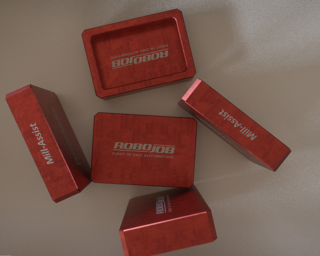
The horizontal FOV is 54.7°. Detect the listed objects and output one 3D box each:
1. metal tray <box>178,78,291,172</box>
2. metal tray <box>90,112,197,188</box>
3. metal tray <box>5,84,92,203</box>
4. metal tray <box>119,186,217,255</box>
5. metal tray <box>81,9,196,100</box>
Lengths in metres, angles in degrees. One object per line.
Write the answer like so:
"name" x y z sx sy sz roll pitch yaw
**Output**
"metal tray" 0.084 -0.004 0.377 0.130 0.090 0.030 38 91 -1
"metal tray" -0.020 0.028 0.406 0.131 0.030 0.089 3 90 -1
"metal tray" -0.127 0.017 0.375 0.030 0.090 0.129 -25 91 -1
"metal tray" 0.007 0.101 0.356 0.091 0.130 0.030 -12 91 -1
"metal tray" -0.027 -0.095 0.407 0.131 0.030 0.089 -13 90 -1
